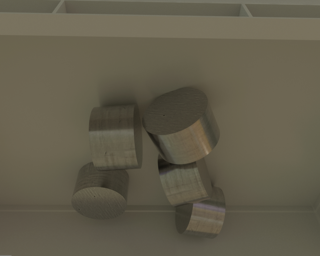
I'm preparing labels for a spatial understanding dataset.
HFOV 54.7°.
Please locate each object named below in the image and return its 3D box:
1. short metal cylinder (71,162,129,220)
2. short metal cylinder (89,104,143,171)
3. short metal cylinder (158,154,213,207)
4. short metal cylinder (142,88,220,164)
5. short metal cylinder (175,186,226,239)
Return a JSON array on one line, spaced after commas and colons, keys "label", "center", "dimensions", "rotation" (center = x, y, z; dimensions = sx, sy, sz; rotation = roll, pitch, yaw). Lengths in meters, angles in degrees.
[{"label": "short metal cylinder", "center": [-0.089, 0.096, 0.473], "dimensions": [0.081, 0.050, 0.079], "rotation": [0, 130, 0]}, {"label": "short metal cylinder", "center": [-0.052, 0.012, 0.382], "dimensions": [0.050, 0.080, 0.080], "rotation": [-4, 130, 3]}, {"label": "short metal cylinder", "center": [0.036, 0.064, 0.428], "dimensions": [0.050, 0.080, 0.080], "rotation": [-18, 128, 14]}, {"label": "short metal cylinder", "center": [0.026, -0.003, 0.371], "dimensions": [0.080, 0.080, 0.050], "rotation": [-18, 128, 14]}, {"label": "short metal cylinder", "center": [0.061, 0.127, 0.482], "dimensions": [0.050, 0.080, 0.079], "rotation": [13, 129, -11]}]
